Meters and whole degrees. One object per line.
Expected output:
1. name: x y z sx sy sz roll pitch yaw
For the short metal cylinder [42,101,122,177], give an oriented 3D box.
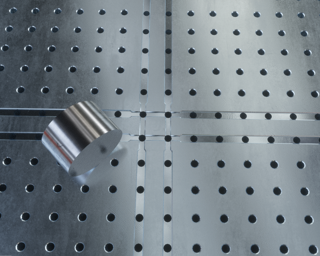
1. short metal cylinder: -0.093 0.013 0.377 0.080 0.080 0.050 -41 76 -14
